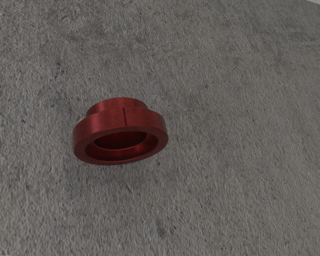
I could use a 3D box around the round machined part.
[{"bbox_3d":[-0.043,0.002,0.332,0.099,0.098,0.042,2,61,-27],"label":"round machined part"}]
